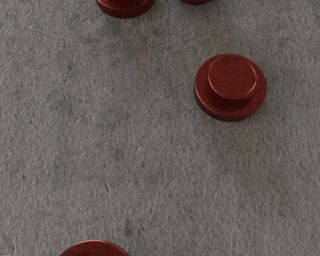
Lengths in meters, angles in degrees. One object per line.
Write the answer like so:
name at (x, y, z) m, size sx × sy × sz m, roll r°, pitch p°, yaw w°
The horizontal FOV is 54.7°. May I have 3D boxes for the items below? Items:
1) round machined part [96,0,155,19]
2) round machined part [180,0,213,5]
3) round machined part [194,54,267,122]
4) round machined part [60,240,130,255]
round machined part at (-0.055, -0.223, 0.480) m, size 0.099 × 0.042 × 0.098 m, roll 0°, pitch 70°, yaw -1°
round machined part at (0.057, -0.234, 0.485) m, size 0.099 × 0.042 × 0.098 m, roll 0°, pitch 70°, yaw -1°
round machined part at (0.097, -0.060, 0.422) m, size 0.099 × 0.042 × 0.098 m, roll 0°, pitch 70°, yaw -1°
round machined part at (-0.070, 0.173, 0.335) m, size 0.099 × 0.042 × 0.098 m, roll 0°, pitch 70°, yaw -1°
